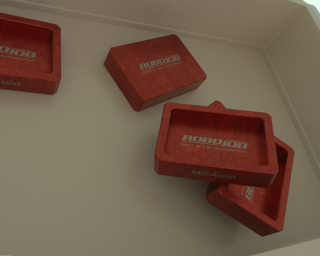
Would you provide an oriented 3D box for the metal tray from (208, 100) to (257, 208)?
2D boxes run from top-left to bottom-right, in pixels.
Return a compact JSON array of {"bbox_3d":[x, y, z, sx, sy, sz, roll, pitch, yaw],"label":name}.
[{"bbox_3d":[0.092,0.033,0.433,0.091,0.030,0.130,-35,82,-39],"label":"metal tray"}]

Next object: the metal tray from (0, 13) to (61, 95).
[{"bbox_3d":[-0.185,-0.090,0.358,0.131,0.030,0.090,5,60,-26],"label":"metal tray"}]

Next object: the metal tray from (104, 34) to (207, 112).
[{"bbox_3d":[-0.004,-0.085,0.454,0.131,0.030,0.090,-25,75,-37],"label":"metal tray"}]

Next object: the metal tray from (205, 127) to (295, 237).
[{"bbox_3d":[0.119,0.057,0.394,0.090,0.030,0.130,34,51,-6],"label":"metal tray"}]

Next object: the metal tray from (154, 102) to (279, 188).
[{"bbox_3d":[0.064,0.017,0.363,0.131,0.030,0.090,7,49,4],"label":"metal tray"}]
